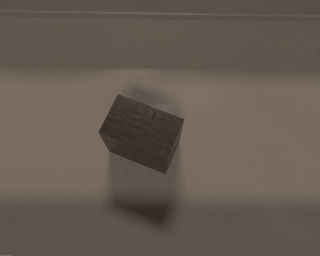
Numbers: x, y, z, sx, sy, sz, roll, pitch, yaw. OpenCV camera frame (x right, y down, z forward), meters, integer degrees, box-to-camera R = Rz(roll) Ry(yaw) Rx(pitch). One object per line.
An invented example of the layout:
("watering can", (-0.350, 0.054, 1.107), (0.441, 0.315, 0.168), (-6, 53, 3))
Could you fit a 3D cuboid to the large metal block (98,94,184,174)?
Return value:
("large metal block", (-0.020, 0.011, 0.376), (0.080, 0.080, 0.050), (21, 72, 7))
